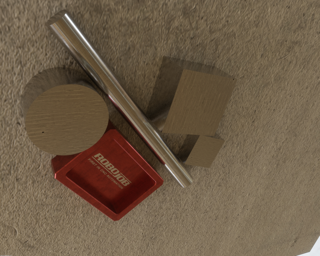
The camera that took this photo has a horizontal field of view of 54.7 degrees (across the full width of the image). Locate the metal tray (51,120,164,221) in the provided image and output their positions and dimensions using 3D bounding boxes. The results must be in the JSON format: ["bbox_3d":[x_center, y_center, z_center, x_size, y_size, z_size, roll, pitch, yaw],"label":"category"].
[{"bbox_3d":[-0.064,0.059,0.408,0.090,0.030,0.130,-39,130,-2],"label":"metal tray"}]

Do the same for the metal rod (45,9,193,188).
[{"bbox_3d":[-0.029,-0.011,0.386,0.025,0.025,0.300,-39,130,-3],"label":"metal rod"}]

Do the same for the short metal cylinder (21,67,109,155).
[{"bbox_3d":[-0.101,-0.018,0.327,0.081,0.050,0.079,-14,125,-21],"label":"short metal cylinder"}]

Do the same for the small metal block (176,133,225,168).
[{"bbox_3d":[0.061,0.029,0.462,0.050,0.025,0.050,14,111,-34],"label":"small metal block"}]

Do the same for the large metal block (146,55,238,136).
[{"bbox_3d":[0.038,-0.039,0.390,0.081,0.050,0.079,4,116,-31],"label":"large metal block"}]
